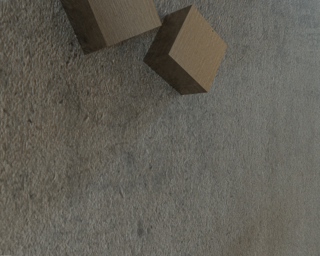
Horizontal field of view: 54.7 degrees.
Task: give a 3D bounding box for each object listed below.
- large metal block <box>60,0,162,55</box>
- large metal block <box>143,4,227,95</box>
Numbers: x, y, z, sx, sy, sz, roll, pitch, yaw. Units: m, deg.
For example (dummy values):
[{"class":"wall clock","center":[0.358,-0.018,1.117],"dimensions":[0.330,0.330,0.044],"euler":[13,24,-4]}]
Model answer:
[{"class":"large metal block","center":[-0.056,-0.136,0.341],"dimensions":[0.081,0.050,0.080],"euler":[-34,111,-35]},{"class":"large metal block","center":[0.036,-0.101,0.418],"dimensions":[0.080,0.050,0.080],"euler":[37,67,-34]}]
